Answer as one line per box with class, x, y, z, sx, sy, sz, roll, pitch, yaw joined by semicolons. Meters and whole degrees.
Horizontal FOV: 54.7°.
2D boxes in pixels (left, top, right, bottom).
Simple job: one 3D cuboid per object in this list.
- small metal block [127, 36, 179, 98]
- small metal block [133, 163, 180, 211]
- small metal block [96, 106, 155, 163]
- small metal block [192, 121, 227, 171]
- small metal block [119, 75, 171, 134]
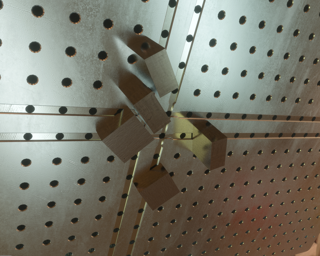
small metal block;-0.008;-0.069;0.349;0.025;0.050;0.050;-31;129;-9
small metal block;-0.005;0.089;0.466;0.050;0.025;0.050;-34;129;-7
small metal block;-0.043;0.009;0.394;0.050;0.025;0.050;-39;130;-2
small metal block;0.071;0.025;0.452;0.025;0.050;0.050;-16;125;-20
small metal block;-0.018;-0.028;0.369;0.025;0.050;0.050;-37;130;-4
